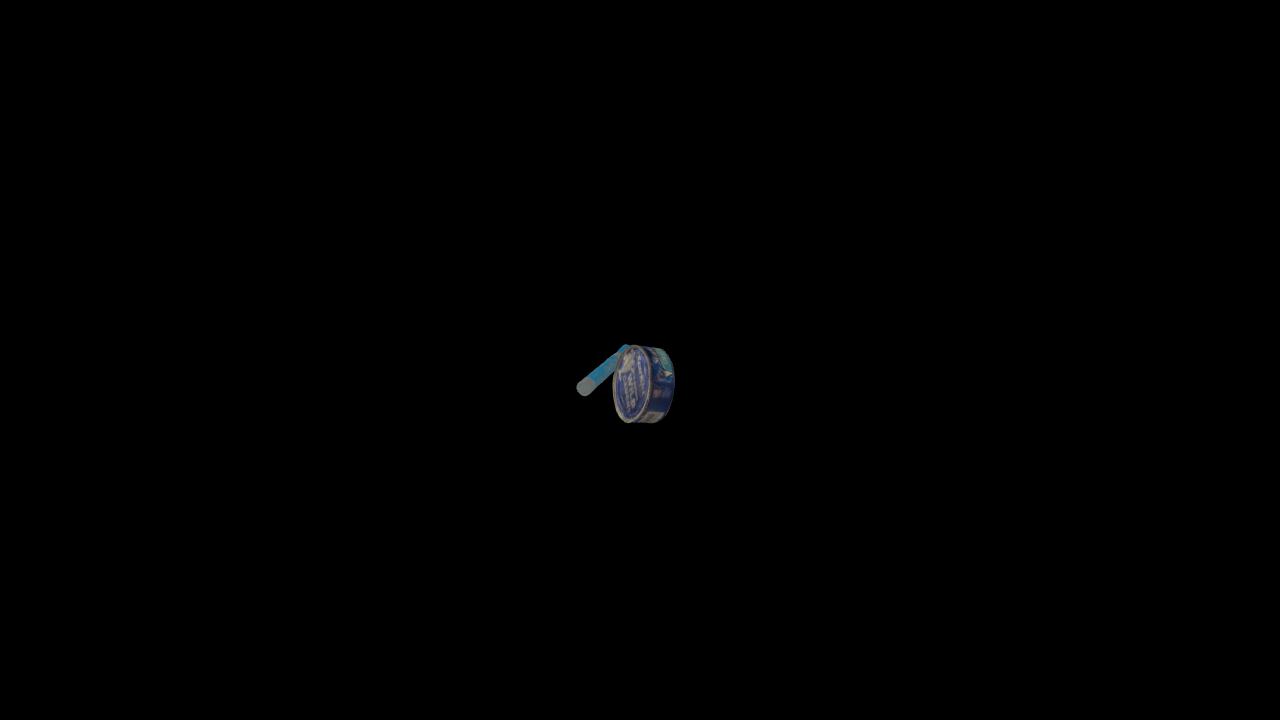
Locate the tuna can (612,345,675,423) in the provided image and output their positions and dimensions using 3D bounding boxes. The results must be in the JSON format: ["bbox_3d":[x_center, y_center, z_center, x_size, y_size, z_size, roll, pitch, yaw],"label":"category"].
[{"bbox_3d":[0.004,0.027,0.663,0.034,0.084,0.084,6,-3,-28],"label":"tuna can"}]

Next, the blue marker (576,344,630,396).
[{"bbox_3d":[-0.040,0.010,0.766,0.020,0.020,0.121,0,24,28],"label":"blue marker"}]
